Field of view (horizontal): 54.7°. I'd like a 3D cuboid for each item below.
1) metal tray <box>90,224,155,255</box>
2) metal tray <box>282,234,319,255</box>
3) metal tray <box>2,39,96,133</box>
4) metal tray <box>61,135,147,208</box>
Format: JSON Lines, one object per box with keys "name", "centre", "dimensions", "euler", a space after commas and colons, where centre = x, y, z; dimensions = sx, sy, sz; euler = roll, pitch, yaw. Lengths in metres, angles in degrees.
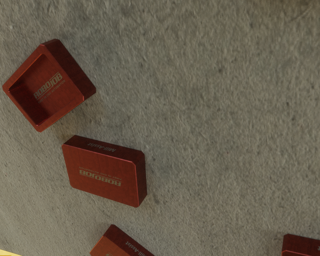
{"name": "metal tray", "centre": [-0.062, 0.251, 0.590], "dimensions": [0.130, 0.030, 0.089], "euler": [37, 129, 3]}
{"name": "metal tray", "centre": [0.228, 0.193, 0.402], "dimensions": [0.130, 0.030, 0.089], "euler": [5, 121, 25]}
{"name": "metal tray", "centre": [-0.164, -0.057, 0.452], "dimensions": [0.130, 0.030, 0.090], "euler": [-27, 104, 37]}
{"name": "metal tray", "centre": [-0.087, 0.067, 0.489], "dimensions": [0.130, 0.030, 0.089], "euler": [12, 123, 21]}
